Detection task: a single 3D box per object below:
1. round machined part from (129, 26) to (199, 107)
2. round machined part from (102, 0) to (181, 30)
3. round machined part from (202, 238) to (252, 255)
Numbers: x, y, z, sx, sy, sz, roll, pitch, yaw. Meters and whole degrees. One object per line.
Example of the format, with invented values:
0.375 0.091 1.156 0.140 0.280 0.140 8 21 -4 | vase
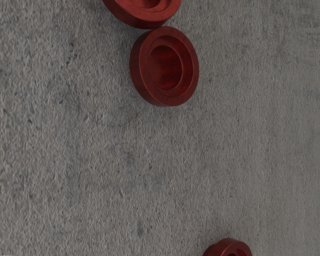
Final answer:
0.001 -0.075 0.394 0.099 0.042 0.097 0 90 -40 | round machined part
-0.027 -0.160 0.360 0.099 0.042 0.098 6 76 -28 | round machined part
0.098 0.218 0.476 0.099 0.042 0.097 0 90 -40 | round machined part
